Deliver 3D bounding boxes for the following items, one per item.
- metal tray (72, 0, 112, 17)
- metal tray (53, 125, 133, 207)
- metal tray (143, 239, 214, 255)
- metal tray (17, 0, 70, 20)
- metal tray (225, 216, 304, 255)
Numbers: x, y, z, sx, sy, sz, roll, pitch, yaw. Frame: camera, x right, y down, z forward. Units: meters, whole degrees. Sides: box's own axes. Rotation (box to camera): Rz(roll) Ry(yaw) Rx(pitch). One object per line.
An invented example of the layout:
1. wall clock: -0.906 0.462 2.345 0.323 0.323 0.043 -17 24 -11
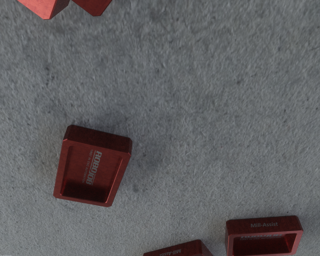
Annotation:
1. metal tray: -0.080 -0.170 0.258 0.130 0.030 0.090 33 123 -25
2. metal tray: -0.101 0.061 0.453 0.091 0.030 0.129 14 129 -12
3. metal tray: 0.041 0.280 0.644 0.130 0.030 0.090 -21 128 16
4. metal tray: -0.121 -0.158 0.233 0.130 0.030 0.090 35 139 -11
5. metal tray: 0.191 0.207 0.583 0.131 0.030 0.089 -5 130 3
